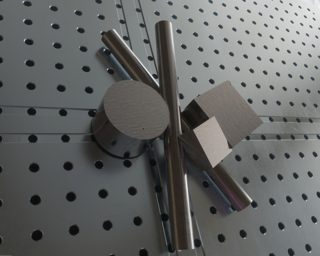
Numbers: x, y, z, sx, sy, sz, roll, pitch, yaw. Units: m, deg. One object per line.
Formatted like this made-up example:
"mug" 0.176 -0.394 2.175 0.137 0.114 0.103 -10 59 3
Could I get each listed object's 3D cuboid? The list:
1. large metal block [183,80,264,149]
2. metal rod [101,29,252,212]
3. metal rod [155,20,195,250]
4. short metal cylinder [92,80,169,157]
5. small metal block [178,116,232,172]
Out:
"large metal block" 0.085 -0.011 0.439 0.081 0.050 0.080 -31 79 -38
"metal rod" 0.018 -0.015 0.423 0.025 0.025 0.300 -32 80 -38
"metal rod" 0.015 -0.007 0.391 0.025 0.025 0.299 6 67 -25
"short metal cylinder" -0.036 -0.011 0.375 0.081 0.050 0.080 14 56 -21
"small metal block" 0.057 0.019 0.382 0.050 0.025 0.050 -30 93 -46
